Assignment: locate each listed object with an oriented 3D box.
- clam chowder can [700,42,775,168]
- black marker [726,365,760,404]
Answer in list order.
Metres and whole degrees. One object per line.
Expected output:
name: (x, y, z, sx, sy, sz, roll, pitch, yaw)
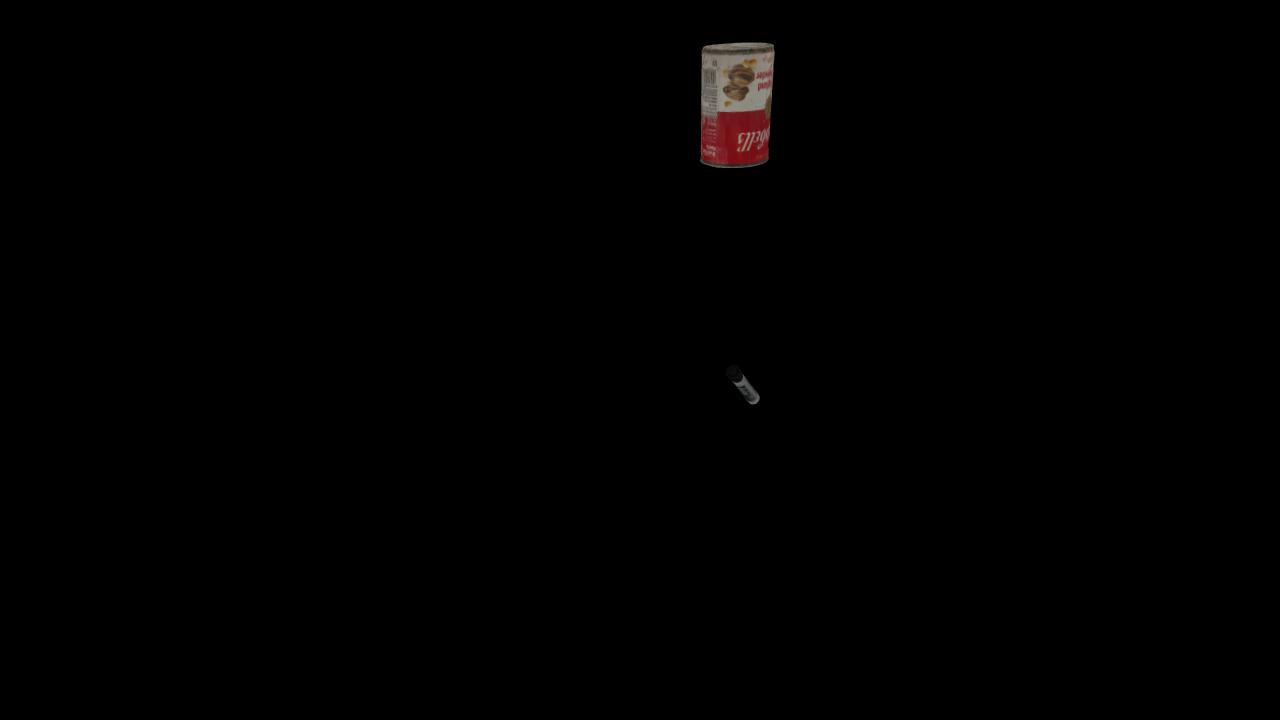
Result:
clam chowder can: (0.091, -0.242, 0.583, 0.068, 0.102, 0.068, -3, 30, 1)
black marker: (0.141, 0.034, 0.837, 0.020, 0.020, 0.121, 0, -21, 24)
